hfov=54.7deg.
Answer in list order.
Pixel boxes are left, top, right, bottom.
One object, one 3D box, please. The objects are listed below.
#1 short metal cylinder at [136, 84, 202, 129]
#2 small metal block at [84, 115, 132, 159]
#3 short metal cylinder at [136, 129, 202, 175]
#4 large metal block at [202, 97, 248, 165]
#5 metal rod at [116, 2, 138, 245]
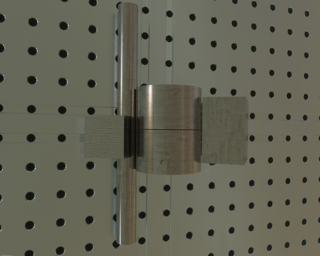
[{"bbox_3d":[0.011,-0.024,0.383,0.081,0.080,0.050,1,90,-20],"label":"short metal cylinder"},{"bbox_3d":[-0.062,0.010,0.374,0.050,0.025,0.050,0,89,14],"label":"small metal block"},{"bbox_3d":[0.011,0.027,0.383,0.081,0.080,0.050,1,90,-20],"label":"short metal cylinder"},{"bbox_3d":[0.087,0.003,0.404,0.050,0.080,0.079,1,90,18],"label":"large metal block"},{"bbox_3d":[-0.041,-0.005,0.393,0.025,0.025,0.298,0,90,-20],"label":"metal rod"}]
